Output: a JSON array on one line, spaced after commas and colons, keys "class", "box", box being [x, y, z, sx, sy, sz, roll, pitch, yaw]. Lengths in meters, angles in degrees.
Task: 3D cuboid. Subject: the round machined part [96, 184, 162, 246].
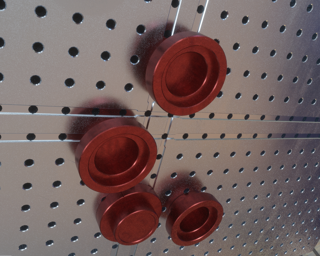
[{"class": "round machined part", "box": [-0.041, 0.134, 0.460, 0.099, 0.042, 0.097, -14, 124, -21]}]

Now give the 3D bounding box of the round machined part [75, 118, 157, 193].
[{"class": "round machined part", "box": [-0.056, 0.030, 0.387, 0.099, 0.042, 0.097, -14, 124, -21]}]

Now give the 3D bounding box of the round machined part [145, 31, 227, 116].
[{"class": "round machined part", "box": [0.028, -0.067, 0.373, 0.099, 0.042, 0.097, -14, 124, -21]}]

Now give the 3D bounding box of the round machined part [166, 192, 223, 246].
[{"class": "round machined part", "box": [0.053, 0.146, 0.519, 0.099, 0.042, 0.097, -14, 124, -21]}]
